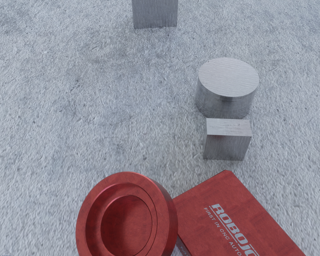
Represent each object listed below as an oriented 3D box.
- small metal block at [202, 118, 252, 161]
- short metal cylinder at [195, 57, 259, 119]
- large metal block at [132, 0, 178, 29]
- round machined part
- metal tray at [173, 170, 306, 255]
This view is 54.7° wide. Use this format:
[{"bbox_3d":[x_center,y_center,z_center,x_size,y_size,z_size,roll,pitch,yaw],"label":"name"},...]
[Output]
[{"bbox_3d":[0.079,0.015,0.375,0.050,0.050,0.025,2,50,2],"label":"small metal block"},{"bbox_3d":[0.092,-0.054,0.433,0.081,0.050,0.080,0,50,0],"label":"short metal cylinder"},{"bbox_3d":[-0.011,-0.231,0.561,0.081,0.080,0.050,-5,50,-5],"label":"large metal block"},{"bbox_3d":[-0.028,0.094,0.295,0.098,0.042,0.098,-10,65,23],"label":"round machined part"},{"bbox_3d":[0.071,0.113,0.305,0.091,0.030,0.130,-25,54,-20],"label":"metal tray"}]
